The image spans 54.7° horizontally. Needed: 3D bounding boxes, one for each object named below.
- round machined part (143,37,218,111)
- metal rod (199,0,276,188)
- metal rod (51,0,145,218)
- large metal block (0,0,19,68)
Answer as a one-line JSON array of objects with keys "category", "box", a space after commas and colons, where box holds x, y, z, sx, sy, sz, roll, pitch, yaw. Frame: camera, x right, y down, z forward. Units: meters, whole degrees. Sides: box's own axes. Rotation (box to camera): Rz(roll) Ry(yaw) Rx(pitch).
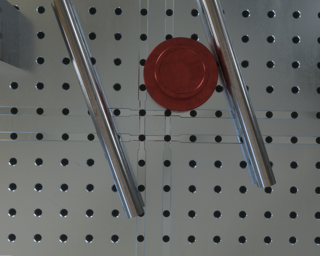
[{"category": "round machined part", "box": [0.027, -0.071, 0.405, 0.099, 0.042, 0.097, 0, 90, -1]}, {"category": "metal rod", "box": [0.098, -0.067, 0.414, 0.025, 0.025, 0.298, -17, 90, 0]}, {"category": "metal rod", "box": [-0.082, -0.026, 0.412, 0.025, 0.025, 0.298, -19, 90, 0]}, {"category": "large metal block", "box": [-0.233, -0.121, 0.398, 0.081, 0.050, 0.079, -1, 90, -1]}]
